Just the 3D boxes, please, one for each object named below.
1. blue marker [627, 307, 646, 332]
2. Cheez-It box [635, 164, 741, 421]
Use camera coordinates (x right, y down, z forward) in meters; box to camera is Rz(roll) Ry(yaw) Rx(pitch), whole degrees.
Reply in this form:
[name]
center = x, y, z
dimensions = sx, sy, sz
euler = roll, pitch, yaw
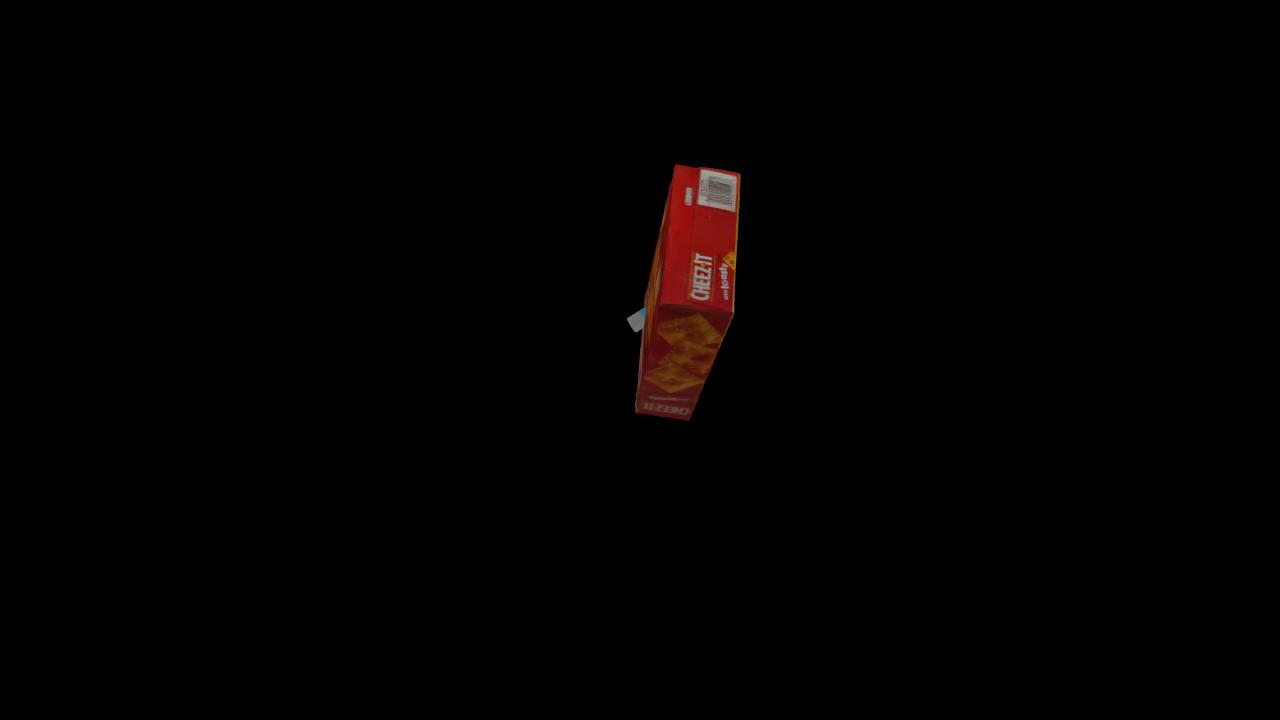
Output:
[blue marker]
center = 0.041, -0.070, 0.672
dimensions = 0.121, 0.020, 0.020
euler = -33, 3, -5
[Cheez-It box]
center = 0.043, -0.059, 0.631
dimensions = 0.071, 0.166, 0.223
euler = 8, -29, -2
